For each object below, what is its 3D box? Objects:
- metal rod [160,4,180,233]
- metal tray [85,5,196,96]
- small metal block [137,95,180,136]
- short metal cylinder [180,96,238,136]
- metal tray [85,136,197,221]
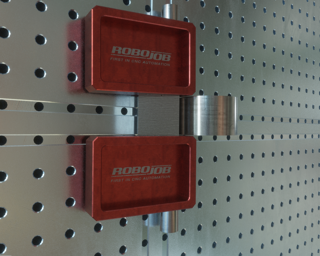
[{"bbox_3d":[0.013,-0.013,0.415,0.025,0.025,0.298,0,90,-40],"label":"metal rod"},{"bbox_3d":[-0.020,-0.085,0.366,0.131,0.030,0.089,0,90,-28],"label":"metal tray"},{"bbox_3d":[-0.003,-0.015,0.388,0.050,0.025,0.050,1,90,-9],"label":"small metal block"},{"bbox_3d":[0.065,-0.016,0.424,0.081,0.080,0.050,0,90,-40],"label":"short metal cylinder"},{"bbox_3d":[-0.019,0.054,0.367,0.131,0.030,0.089,0,90,-28],"label":"metal tray"}]
